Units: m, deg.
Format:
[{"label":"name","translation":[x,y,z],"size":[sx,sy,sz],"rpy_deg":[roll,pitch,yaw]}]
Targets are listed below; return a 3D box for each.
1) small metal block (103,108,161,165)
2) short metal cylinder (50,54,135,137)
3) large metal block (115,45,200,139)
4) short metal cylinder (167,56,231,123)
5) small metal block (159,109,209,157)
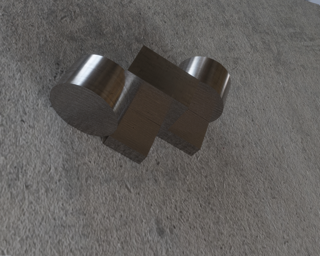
[{"label":"small metal block","translation":[-0.034,0.009,0.382],"size":[0.050,0.025,0.050],"rpy_deg":[31,52,-8]},{"label":"short metal cylinder","translation":[-0.075,-0.035,0.351],"size":[0.080,0.080,0.050],"rpy_deg":[31,52,-9]},{"label":"large metal block","translation":[-0.010,-0.042,0.391],"size":[0.080,0.080,0.050],"rpy_deg":[31,52,-9]},{"label":"short metal cylinder","translation":[0.053,-0.051,0.430],"size":[0.080,0.080,0.050],"rpy_deg":[31,52,-9]},{"label":"small metal block","translation":[0.034,0.003,0.422],"size":[0.050,0.025,0.050],"rpy_deg":[31,52,-8]}]
